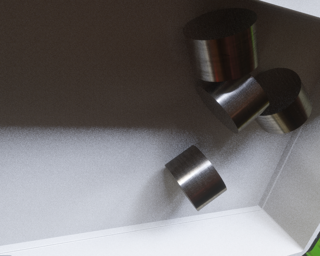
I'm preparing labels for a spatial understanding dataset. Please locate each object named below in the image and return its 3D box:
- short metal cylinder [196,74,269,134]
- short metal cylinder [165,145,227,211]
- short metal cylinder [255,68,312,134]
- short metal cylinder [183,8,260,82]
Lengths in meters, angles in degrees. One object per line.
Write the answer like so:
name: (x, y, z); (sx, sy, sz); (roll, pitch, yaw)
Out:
short metal cylinder: (0.092, -0.039, 0.399); (0.050, 0.080, 0.080); (-41, 129, -1)
short metal cylinder: (0.050, 0.071, 0.444); (0.050, 0.080, 0.080); (-35, 129, -5)
short metal cylinder: (0.166, -0.038, 0.440); (0.080, 0.080, 0.050); (-46, 129, 4)
short metal cylinder: (0.071, -0.096, 0.352); (0.080, 0.080, 0.050); (-27, 128, -11)
